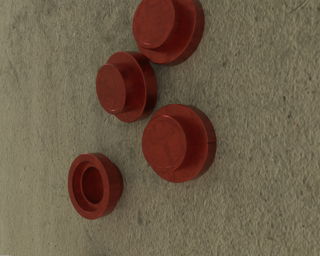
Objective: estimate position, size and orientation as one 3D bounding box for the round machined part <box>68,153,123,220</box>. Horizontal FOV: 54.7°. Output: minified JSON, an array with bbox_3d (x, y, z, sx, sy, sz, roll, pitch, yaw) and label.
[{"bbox_3d":[-0.094,0.086,0.472,0.098,0.042,0.097,0,90,40],"label":"round machined part"}]

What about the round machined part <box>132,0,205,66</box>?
[{"bbox_3d":[0.003,-0.130,0.391,0.098,0.042,0.097,0,90,40],"label":"round machined part"}]

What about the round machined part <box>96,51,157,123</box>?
[{"bbox_3d":[-0.052,-0.054,0.423,0.098,0.042,0.097,17,113,44],"label":"round machined part"}]

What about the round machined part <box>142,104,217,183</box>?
[{"bbox_3d":[0.016,0.019,0.381,0.098,0.042,0.097,0,90,40],"label":"round machined part"}]
